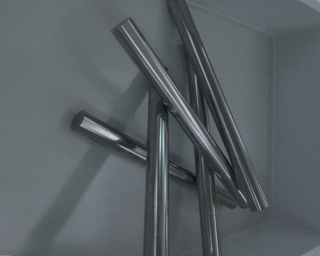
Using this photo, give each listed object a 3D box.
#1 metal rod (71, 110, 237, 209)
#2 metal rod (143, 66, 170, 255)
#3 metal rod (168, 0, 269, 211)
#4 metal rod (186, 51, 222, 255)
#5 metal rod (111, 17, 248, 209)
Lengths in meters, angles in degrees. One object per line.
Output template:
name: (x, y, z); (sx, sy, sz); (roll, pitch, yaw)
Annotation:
metal rod: (0.015, 0.057, 0.421); (0.301, 0.025, 0.025); (32, 70, -36)
metal rod: (-0.003, 0.051, 0.330); (0.025, 0.025, 0.299); (29, 48, -37)
metal rod: (0.076, -0.036, 0.415); (0.025, 0.025, 0.299); (-17, 83, -39)
metal rod: (0.059, 0.024, 0.433); (0.025, 0.025, 0.298); (1, 82, -40)
metal rod: (0.042, 0.001, 0.381); (0.300, 0.025, 0.025); (52, 59, -27)
